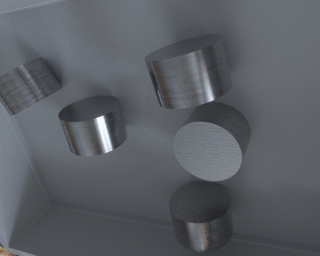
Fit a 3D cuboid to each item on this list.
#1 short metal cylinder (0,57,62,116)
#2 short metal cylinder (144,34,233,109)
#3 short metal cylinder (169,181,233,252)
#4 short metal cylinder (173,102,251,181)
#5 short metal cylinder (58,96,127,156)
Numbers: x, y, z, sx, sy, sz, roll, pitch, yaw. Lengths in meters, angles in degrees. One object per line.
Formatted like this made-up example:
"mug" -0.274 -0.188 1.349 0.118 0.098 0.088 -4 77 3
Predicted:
"short metal cylinder" -0.187 -0.058 0.436 0.080 0.080 0.050 -18 109 35
"short metal cylinder" 0.030 -0.059 0.321 0.080 0.080 0.050 -4 116 30
"short metal cylinder" 0.056 0.117 0.416 0.080 0.080 0.050 4 120 26
"short metal cylinder" 0.063 0.016 0.369 0.080 0.050 0.079 13 124 21
"short metal cylinder" -0.089 -0.005 0.417 0.080 0.080 0.050 4 120 26
